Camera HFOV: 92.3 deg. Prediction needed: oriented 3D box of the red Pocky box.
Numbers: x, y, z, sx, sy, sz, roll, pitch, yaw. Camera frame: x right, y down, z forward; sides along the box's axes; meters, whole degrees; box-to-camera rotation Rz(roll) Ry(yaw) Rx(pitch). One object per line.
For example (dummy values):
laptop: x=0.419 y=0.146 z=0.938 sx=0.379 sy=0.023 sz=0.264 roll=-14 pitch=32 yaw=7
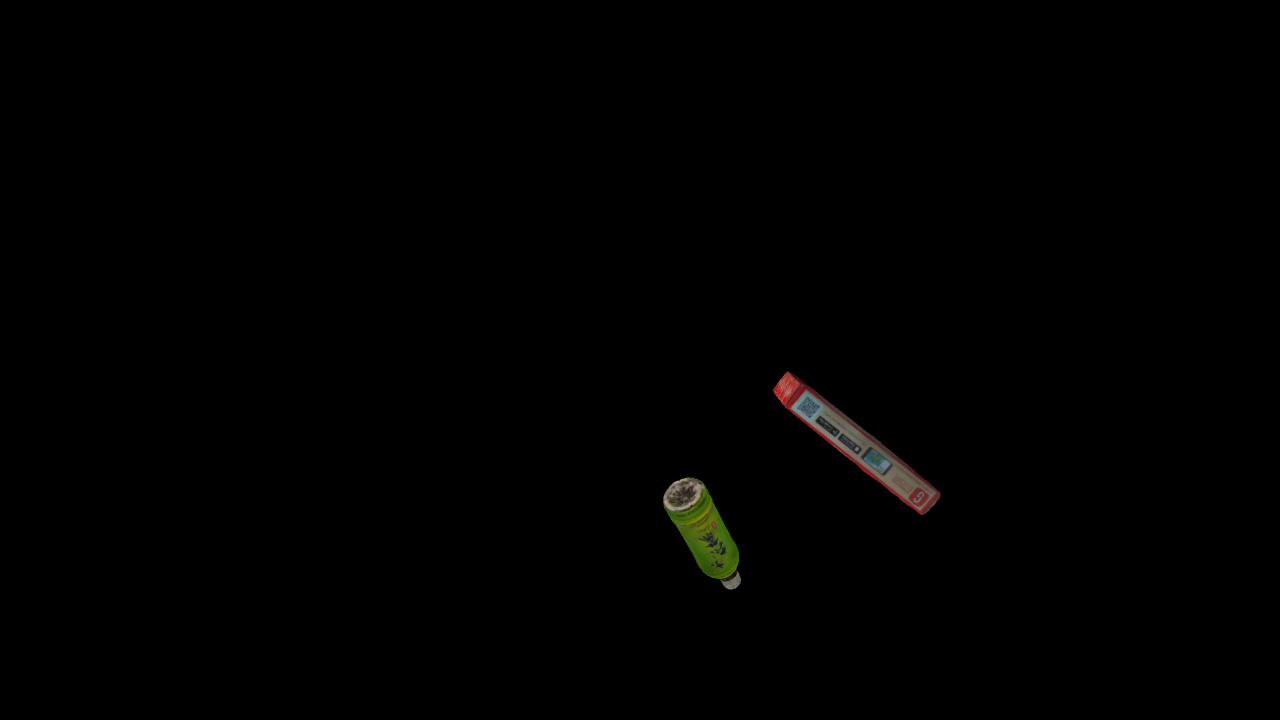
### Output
red Pocky box: x=0.192 y=0.072 z=0.561 sx=0.155 sy=0.028 sz=0.083 roll=38 pitch=10 yaw=0

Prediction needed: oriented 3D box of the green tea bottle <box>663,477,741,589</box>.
green tea bottle: x=0.106 y=0.276 z=0.946 sx=0.073 sy=0.212 sz=0.073 roll=-23 pitch=28 yaw=13
